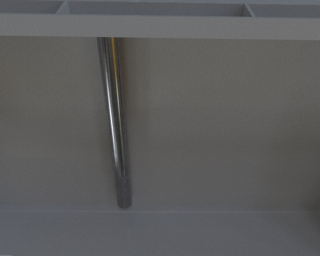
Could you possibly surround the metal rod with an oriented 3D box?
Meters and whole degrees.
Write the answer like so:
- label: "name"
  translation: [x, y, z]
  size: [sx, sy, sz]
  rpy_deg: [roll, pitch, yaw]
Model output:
- label: "metal rod"
  translation: [-0.056, 0.009, 0.415]
  size: [0.025, 0.025, 0.298]
  rpy_deg: [1, 130, -1]
